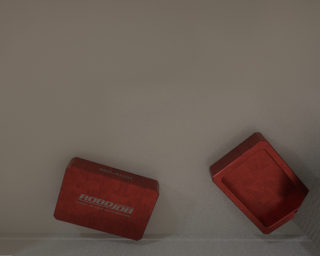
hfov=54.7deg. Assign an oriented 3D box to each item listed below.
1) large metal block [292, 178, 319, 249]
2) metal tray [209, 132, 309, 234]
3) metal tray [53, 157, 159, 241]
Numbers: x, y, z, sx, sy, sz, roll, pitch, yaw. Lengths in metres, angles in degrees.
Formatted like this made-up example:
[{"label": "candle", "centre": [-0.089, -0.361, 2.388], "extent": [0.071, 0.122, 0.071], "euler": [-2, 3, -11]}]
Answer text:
[{"label": "large metal block", "centre": [0.229, 0.114, 0.389], "extent": [0.050, 0.080, 0.079], "euler": [-8, 128, -26]}, {"label": "metal tray", "centre": [0.145, 0.081, 0.440], "extent": [0.090, 0.030, 0.130], "euler": [-40, 106, 13]}, {"label": "metal tray", "centre": [-0.076, 0.103, 0.446], "extent": [0.131, 0.030, 0.089], "euler": [18, 109, -7]}]
